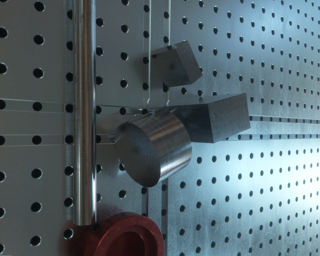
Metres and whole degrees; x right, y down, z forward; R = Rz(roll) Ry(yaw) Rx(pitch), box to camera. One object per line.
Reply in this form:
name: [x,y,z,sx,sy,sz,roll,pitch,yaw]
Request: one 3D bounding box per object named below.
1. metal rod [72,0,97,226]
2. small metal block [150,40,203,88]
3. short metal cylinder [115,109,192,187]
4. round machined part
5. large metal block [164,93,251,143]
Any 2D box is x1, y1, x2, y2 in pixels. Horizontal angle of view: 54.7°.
metal rod: [-0.083,-0.046,0.340,0.025,0.025,0.298,0,90,-40]
small metal block: [0.022,-0.084,0.413,0.025,0.050,0.050,-42,116,-32]
short metal cylinder: [-0.009,0.023,0.368,0.050,0.080,0.080,-25,106,-38]
round machined part: [-0.046,0.147,0.362,0.099,0.042,0.097,0,90,-40]
large metal block: [0.066,-0.015,0.431,0.081,0.080,0.050,-17,102,-39]
